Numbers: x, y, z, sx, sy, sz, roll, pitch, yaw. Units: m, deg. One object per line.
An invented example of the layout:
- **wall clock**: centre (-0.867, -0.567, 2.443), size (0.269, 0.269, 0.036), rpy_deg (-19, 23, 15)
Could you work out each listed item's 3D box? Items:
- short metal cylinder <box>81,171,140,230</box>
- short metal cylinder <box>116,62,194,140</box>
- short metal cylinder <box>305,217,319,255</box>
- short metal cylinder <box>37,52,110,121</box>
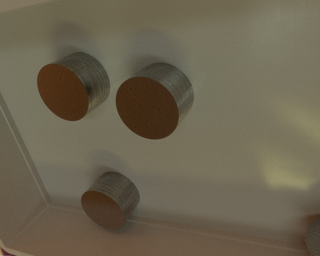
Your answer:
- **short metal cylinder**: centre (-0.080, 0.118, 0.506), size (0.080, 0.050, 0.079), rpy_deg (13, 124, 20)
- **short metal cylinder**: centre (-0.005, -0.033, 0.374), size (0.080, 0.050, 0.079), rpy_deg (13, 124, 20)
- **short metal cylinder**: centre (0.213, 0.140, 0.348), size (0.080, 0.080, 0.050), rpy_deg (-13, 112, 33)
- **short metal cylinder**: centre (-0.115, -0.056, 0.417), size (0.080, 0.050, 0.079), rpy_deg (13, 124, 20)
